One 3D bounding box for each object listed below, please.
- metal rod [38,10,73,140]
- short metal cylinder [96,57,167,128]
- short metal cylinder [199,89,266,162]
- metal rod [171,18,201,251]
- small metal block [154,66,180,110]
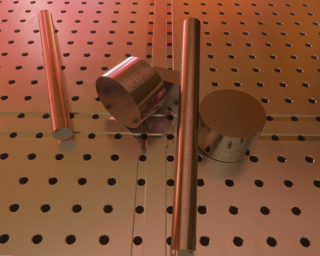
[{"bbox_3d":[-0.171,-0.102,0.491,0.025,0.025,0.300,-14,51,-11],"label":"metal rod"},{"bbox_3d":[-0.038,-0.047,0.411,0.080,0.080,0.050,32,57,24],"label":"short metal cylinder"},{"bbox_3d":[0.088,-0.004,0.394,0.081,0.050,0.080,1,50,-1],"label":"short metal cylinder"},{"bbox_3d":[0.034,-0.013,0.372,0.025,0.025,0.299,3,64,3],"label":"metal rod"},{"bbox_3d":[0.012,-0.055,0.438,0.050,0.050,0.025,15,52,12],"label":"small metal block"}]
